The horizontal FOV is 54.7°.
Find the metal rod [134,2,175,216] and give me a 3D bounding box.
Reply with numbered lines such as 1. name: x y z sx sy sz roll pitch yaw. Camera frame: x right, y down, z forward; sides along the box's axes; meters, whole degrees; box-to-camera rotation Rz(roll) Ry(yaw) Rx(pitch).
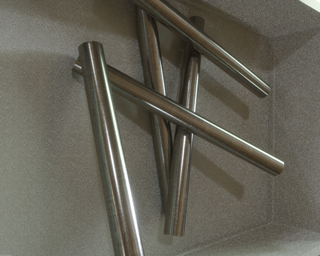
1. metal rod: -0.002 -0.028 0.407 0.025 0.025 0.298 -14 99 -40

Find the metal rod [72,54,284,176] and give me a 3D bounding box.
1. metal rod: 0.037 -0.009 0.384 0.301 0.025 0.025 27 72 -19

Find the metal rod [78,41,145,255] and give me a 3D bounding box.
1. metal rod: -0.038 0.058 0.278 0.025 0.025 0.299 0 70 -40

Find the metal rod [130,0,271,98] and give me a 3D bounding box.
1. metal rod: 0.054 -0.116 0.413 0.301 0.025 0.025 27 73 -33

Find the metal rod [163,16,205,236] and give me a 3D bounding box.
1. metal rod: 0.035 -0.014 0.413 0.025 0.025 0.299 20 70 -39
